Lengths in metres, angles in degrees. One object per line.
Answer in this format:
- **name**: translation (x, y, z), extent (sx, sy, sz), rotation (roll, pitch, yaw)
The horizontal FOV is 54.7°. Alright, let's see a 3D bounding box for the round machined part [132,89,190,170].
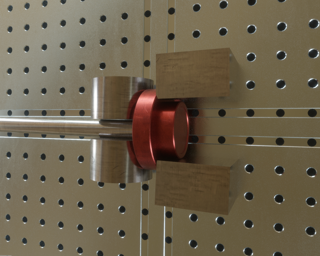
- **round machined part**: translation (0.007, 0.002, 0.371), extent (0.042, 0.098, 0.097), rotation (1, 90, 20)

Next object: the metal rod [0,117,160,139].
- **metal rod**: translation (-0.121, -0.001, 0.443), extent (0.301, 0.025, 0.025), rotation (2, 91, 24)

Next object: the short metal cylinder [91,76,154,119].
- **short metal cylinder**: translation (-0.048, -0.036, 0.400), extent (0.080, 0.080, 0.050), rotation (1, 91, 20)

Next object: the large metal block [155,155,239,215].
- **large metal block**: translation (0.047, 0.062, 0.367), extent (0.080, 0.080, 0.050), rotation (3, 91, 20)

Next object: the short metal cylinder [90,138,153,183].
- **short metal cylinder**: translation (-0.049, 0.039, 0.400), extent (0.080, 0.080, 0.050), rotation (2, 91, 20)

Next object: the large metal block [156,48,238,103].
- **large metal block**: translation (0.047, -0.058, 0.367), extent (0.080, 0.080, 0.050), rotation (0, 90, 20)
